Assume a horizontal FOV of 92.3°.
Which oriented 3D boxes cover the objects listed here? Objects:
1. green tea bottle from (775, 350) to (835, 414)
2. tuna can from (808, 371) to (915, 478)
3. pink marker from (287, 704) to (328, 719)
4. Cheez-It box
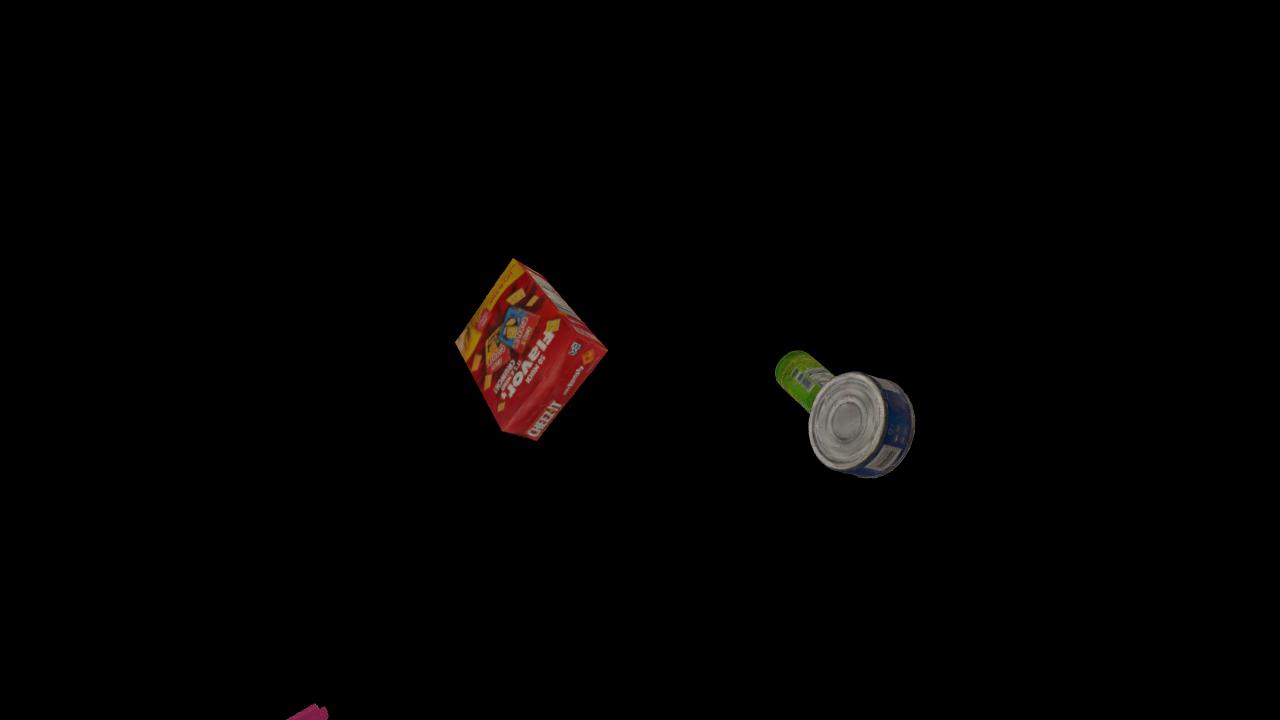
[{"bbox_3d":[0.278,0.060,0.916,0.073,0.073,0.212,0,27,-17],"label":"green tea bottle"},{"bbox_3d":[0.178,0.053,0.502,0.034,0.084,0.084,15,-7,-27],"label":"tuna can"},{"bbox_3d":[-0.268,0.262,0.402,0.020,0.020,0.121,0,5,41],"label":"pink marker"},{"bbox_3d":[-0.163,-0.020,0.873,0.071,0.166,0.223,27,15,-45],"label":"Cheez-It box"}]
